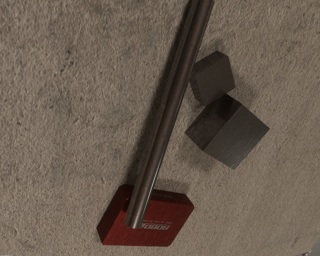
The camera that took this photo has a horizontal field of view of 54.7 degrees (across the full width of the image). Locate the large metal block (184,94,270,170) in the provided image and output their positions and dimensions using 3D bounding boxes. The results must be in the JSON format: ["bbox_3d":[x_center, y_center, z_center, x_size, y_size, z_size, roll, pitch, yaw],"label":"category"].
[{"bbox_3d":[0.098,0.004,0.449,0.080,0.050,0.080,31,101,-39],"label":"large metal block"}]

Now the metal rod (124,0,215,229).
[{"bbox_3d":[0.006,-0.008,0.385,0.025,0.025,0.298,8,108,-32],"label":"metal rod"}]

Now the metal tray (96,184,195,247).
[{"bbox_3d":[-0.020,0.140,0.481,0.131,0.030,0.089,18,109,-36],"label":"metal tray"}]

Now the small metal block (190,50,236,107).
[{"bbox_3d":[0.067,-0.065,0.405,0.050,0.025,0.050,-32,129,-8],"label":"small metal block"}]
